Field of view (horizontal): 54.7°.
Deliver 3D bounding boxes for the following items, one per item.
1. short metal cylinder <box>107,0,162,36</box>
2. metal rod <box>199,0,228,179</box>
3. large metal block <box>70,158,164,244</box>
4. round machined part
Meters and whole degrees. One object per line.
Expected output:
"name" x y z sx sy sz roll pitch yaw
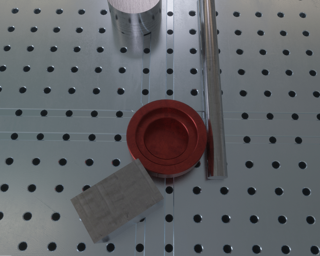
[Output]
"short metal cylinder" -0.037 -0.188 0.467 0.081 0.050 0.080 0 70 0
"metal rod" 0.073 -0.078 0.440 0.025 0.025 0.299 0 70 0
"large metal block" -0.043 0.085 0.351 0.080 0.080 0.050 -31 73 -11
"round machined part" 0.008 0.016 0.396 0.099 0.042 0.098 1 69 -1
